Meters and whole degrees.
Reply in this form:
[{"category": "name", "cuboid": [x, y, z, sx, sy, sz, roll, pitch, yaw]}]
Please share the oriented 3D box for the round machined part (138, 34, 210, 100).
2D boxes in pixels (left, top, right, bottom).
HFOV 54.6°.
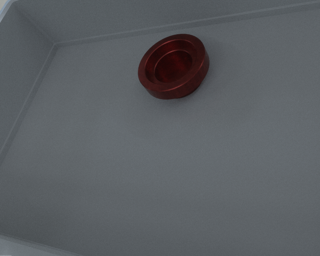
[{"category": "round machined part", "cuboid": [0.022, -0.080, 0.433, 0.098, 0.042, 0.098, -13, 56, 21]}]
